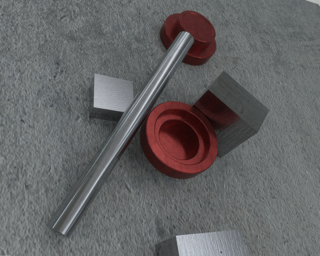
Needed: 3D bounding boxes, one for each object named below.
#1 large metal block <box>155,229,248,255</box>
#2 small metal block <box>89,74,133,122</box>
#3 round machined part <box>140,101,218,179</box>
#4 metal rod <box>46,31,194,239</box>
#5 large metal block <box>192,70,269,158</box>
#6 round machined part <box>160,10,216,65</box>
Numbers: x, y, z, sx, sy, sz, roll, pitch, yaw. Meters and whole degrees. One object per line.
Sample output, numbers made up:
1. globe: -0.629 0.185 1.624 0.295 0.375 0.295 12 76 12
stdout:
1. large metal block: 0.047 0.154 0.319 0.081 0.050 0.080 4 60 -26
2. small metal block: -0.062 -0.037 0.393 0.050 0.025 0.050 9 58 -24
3. round machined part: 0.020 0.018 0.392 0.099 0.042 0.098 13 58 -21
4. metal rod: -0.030 -0.014 0.366 0.025 0.025 0.301 34 60 -6
5. large metal block: 0.085 -0.017 0.424 0.080 0.080 0.050 41 51 -1
6. round machined part: 0.053 -0.156 0.516 0.099 0.042 0.098 14 56 -21
